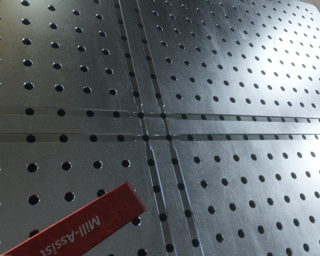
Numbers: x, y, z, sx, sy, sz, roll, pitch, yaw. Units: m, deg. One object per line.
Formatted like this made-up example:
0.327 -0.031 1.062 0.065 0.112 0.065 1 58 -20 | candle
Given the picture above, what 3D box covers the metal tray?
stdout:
-0.083 0.100 0.261 0.131 0.090 0.030 -26 77 -37 | metal tray
